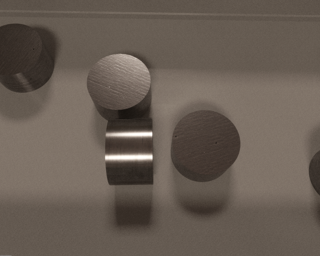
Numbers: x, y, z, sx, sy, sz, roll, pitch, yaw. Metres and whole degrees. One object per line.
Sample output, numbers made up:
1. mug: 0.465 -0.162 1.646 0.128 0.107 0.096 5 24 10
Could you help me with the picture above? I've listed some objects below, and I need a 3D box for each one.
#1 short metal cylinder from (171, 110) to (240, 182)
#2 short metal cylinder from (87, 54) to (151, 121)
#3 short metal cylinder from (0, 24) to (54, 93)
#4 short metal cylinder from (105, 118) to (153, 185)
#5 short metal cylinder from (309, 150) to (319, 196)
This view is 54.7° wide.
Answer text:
1. short metal cylinder: 0.055 0.024 0.388 0.081 0.050 0.080 0 70 0
2. short metal cylinder: -0.052 -0.051 0.414 0.081 0.050 0.080 0 70 0
3. short metal cylinder: -0.195 -0.096 0.429 0.081 0.050 0.080 0 70 0
4. short metal cylinder: -0.034 0.028 0.370 0.050 0.080 0.080 -1 70 -1
5. short metal cylinder: 0.235 0.054 0.380 0.081 0.050 0.080 0 70 0
